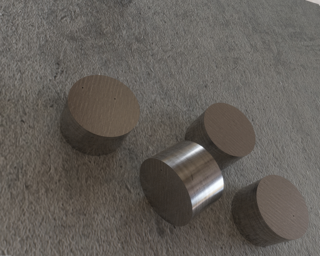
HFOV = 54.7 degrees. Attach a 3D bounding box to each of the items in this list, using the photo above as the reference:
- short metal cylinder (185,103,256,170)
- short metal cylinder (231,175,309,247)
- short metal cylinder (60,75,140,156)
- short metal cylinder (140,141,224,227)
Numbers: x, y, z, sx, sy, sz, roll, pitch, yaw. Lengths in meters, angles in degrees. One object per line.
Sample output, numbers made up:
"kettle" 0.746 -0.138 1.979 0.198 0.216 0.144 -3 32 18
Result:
"short metal cylinder" 0.082 0.012 0.424 0.081 0.050 0.080 14 56 -21
"short metal cylinder" 0.140 0.107 0.398 0.081 0.050 0.080 14 56 -21
"short metal cylinder" -0.070 -0.014 0.359 0.081 0.050 0.080 14 56 -21
"short metal cylinder" 0.023 0.060 0.344 0.050 0.080 0.080 -25 76 -37
